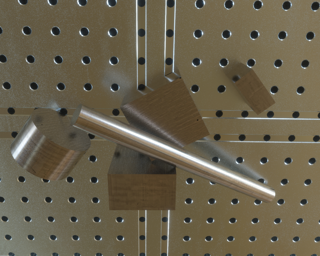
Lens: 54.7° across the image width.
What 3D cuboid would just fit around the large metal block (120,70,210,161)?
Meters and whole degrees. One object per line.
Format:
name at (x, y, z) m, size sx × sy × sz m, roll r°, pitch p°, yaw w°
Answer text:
large metal block at (0.007, -0.017, 0.394) m, size 0.080 × 0.050 × 0.080 m, roll -26°, pitch 108°, yaw 9°

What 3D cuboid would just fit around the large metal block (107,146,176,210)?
large metal block at (-0.021, 0.063, 0.407) m, size 0.081 × 0.080 × 0.050 m, roll 0°, pitch 110°, yaw -1°

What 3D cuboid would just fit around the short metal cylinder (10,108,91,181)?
short metal cylinder at (-0.136, 0.020, 0.389) m, size 0.080 × 0.080 × 0.050 m, roll 36°, pitch 106°, yaw -13°

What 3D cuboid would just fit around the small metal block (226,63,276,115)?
small metal block at (0.111, -0.049, 0.383) m, size 0.025 × 0.050 × 0.050 m, roll -37°, pitch 106°, yaw 12°

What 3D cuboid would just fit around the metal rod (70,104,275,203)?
metal rod at (0.037, 0.042, 0.382) m, size 0.302 × 0.025 × 0.025 m, roll 25°, pitch 109°, yaw -28°
